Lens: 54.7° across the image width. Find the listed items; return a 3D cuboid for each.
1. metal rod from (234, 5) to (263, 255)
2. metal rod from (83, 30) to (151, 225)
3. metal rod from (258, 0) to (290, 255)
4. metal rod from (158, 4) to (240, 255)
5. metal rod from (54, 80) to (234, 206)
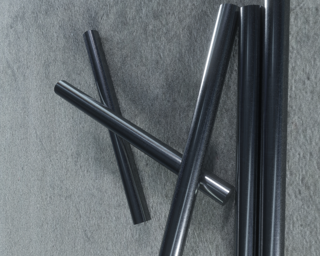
[{"bbox_3d":[0.093,0.025,0.326,0.025,0.025,0.298,2,91,39],"label":"metal rod"},{"bbox_3d":[-0.067,-0.010,0.457,0.025,0.025,0.299,-28,73,36],"label":"metal rod"},{"bbox_3d":[0.113,0.023,0.310,0.025,0.025,0.298,2,91,39],"label":"metal rod"},{"bbox_3d":[0.042,0.014,0.338,0.025,0.025,0.298,13,89,39],"label":"metal rod"},{"bbox_3d":[-0.039,0.007,0.410,0.300,0.025,0.025,31,109,27],"label":"metal rod"}]
